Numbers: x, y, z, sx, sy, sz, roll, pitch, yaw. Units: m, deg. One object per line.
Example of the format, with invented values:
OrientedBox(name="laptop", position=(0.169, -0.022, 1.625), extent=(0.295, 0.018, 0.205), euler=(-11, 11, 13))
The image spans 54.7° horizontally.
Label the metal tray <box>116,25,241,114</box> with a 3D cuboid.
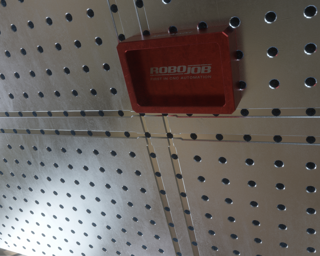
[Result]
OrientedBox(name="metal tray", position=(0.021, -0.063, 0.356), extent=(0.130, 0.030, 0.089), euler=(2, 120, 27))
